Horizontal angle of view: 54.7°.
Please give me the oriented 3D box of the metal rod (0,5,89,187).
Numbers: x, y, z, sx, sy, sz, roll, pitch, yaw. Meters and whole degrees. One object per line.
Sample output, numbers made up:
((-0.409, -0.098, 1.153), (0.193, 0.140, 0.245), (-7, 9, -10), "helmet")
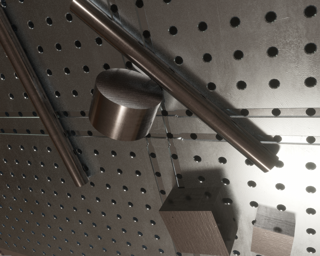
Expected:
((-0.183, -0.035, 0.483), (0.025, 0.025, 0.298), (-7, 115, 31), "metal rod")

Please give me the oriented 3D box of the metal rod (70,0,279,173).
((0.017, -0.053, 0.368), (0.300, 0.025, 0.025), (40, 129, 0), "metal rod")

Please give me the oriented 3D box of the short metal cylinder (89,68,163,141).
((-0.042, -0.030, 0.378), (0.080, 0.080, 0.050), (29, 128, 9), "short metal cylinder")

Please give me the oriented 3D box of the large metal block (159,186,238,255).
((0.057, 0.134, 0.447), (0.080, 0.050, 0.080), (-10, 114, 32), "large metal block")

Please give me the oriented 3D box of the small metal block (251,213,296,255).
((0.154, 0.150, 0.423), (0.050, 0.025, 0.050), (9, 123, 22), "small metal block")
